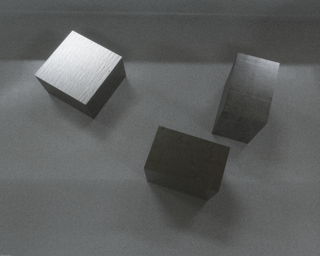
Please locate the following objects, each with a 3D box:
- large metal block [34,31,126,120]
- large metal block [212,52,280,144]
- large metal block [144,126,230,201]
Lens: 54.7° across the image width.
[{"bbox_3d":[-0.104,-0.072,0.422,0.080,0.050,0.080,30,73,10],"label":"large metal block"},{"bbox_3d":[0.106,-0.035,0.394,0.050,0.080,0.080,16,71,6],"label":"large metal block"},{"bbox_3d":[0.029,0.045,0.364,0.080,0.080,0.050,17,71,6],"label":"large metal block"}]
